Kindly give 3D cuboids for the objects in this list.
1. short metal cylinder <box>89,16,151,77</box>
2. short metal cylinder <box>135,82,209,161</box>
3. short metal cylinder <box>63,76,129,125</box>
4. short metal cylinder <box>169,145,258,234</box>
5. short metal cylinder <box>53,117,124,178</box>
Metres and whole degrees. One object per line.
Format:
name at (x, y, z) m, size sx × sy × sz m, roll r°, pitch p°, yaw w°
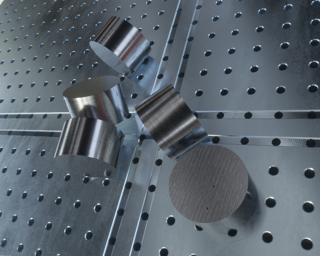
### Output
short metal cylinder at (-0.061, -0.125, 0.480) m, size 0.080 × 0.080 × 0.050 m, roll 28°, pitch 77°, yaw 37°
short metal cylinder at (0.014, -0.008, 0.369) m, size 0.050 × 0.080 × 0.080 m, roll -36°, pitch 52°, yaw 5°
short metal cylinder at (-0.089, -0.036, 0.437) m, size 0.080 × 0.050 × 0.080 m, roll -10°, pitch 27°, yaw 5°
short metal cylinder at (0.056, 0.064, 0.323) m, size 0.080 × 0.050 × 0.080 m, roll -13°, pitch 56°, yaw 20°
short metal cylinder at (-0.091, 0.027, 0.402) m, size 0.080 × 0.080 × 0.050 m, roll -6°, pitch 60°, yaw 25°
